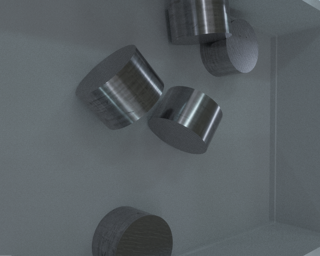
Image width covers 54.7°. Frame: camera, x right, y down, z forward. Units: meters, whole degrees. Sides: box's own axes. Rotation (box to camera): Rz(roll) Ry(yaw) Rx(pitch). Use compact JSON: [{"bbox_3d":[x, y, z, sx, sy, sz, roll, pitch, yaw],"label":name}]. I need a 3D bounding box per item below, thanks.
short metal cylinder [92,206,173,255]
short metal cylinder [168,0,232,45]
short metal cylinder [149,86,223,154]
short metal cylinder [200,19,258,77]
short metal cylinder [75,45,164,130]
[{"bbox_3d":[-0.032,0.137,0.364,0.081,0.050,0.080,0,90,-40],"label":"short metal cylinder"},{"bbox_3d":[0.053,-0.144,0.415,0.081,0.080,0.050,-12,98,-39],"label":"short metal cylinder"},{"bbox_3d":[0.033,-0.009,0.398,0.080,0.080,0.050,44,64,-32],"label":"short metal cylinder"},{"bbox_3d":[0.108,-0.122,0.480,0.081,0.050,0.080,0,90,-40],"label":"short metal cylinder"},{"bbox_3d":[-0.043,-0.044,0.334,0.050,0.080,0.080,50,61,-29],"label":"short metal cylinder"}]
